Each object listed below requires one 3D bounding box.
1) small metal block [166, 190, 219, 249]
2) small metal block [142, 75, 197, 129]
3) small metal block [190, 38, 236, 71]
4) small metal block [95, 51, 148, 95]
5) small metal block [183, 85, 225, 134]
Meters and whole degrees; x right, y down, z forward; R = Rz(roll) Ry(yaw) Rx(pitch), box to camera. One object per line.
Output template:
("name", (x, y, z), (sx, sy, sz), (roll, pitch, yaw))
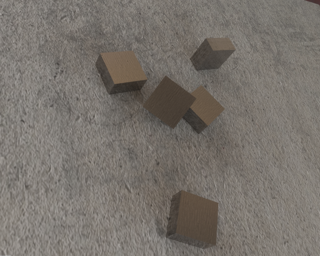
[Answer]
("small metal block", (0.038, 0.106, 0.359), (0.050, 0.025, 0.050), (22, 53, -15))
("small metal block", (0.012, -0.034, 0.413), (0.050, 0.025, 0.050), (36, 93, -4))
("small metal block", (0.086, -0.121, 0.508), (0.050, 0.050, 0.025), (-12, 68, -33))
("small metal block", (-0.053, -0.076, 0.422), (0.050, 0.025, 0.050), (-14, 69, -34))
("small metal block", (0.058, -0.028, 0.452), (0.050, 0.025, 0.050), (46, 51, 4))
